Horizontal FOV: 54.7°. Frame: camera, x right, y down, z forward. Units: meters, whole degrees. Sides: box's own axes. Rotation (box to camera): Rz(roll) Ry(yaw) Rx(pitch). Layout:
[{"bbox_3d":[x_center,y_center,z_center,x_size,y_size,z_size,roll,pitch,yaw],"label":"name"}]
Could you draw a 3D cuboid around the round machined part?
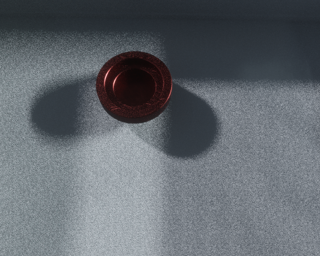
[{"bbox_3d":[-0.033,-0.051,0.419,0.099,0.042,0.098,0,70,-1],"label":"round machined part"}]
